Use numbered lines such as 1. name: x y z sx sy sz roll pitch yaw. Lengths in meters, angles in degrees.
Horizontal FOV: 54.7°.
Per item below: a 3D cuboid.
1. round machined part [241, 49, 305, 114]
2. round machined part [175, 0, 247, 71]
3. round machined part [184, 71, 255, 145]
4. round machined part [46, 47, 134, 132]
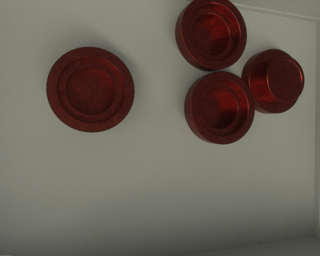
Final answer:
1. round machined part: 0.176 -0.070 0.466 0.099 0.042 0.097 0 90 -20
2. round machined part: 0.066 -0.126 0.425 0.099 0.042 0.097 0 90 -20
3. round machined part: 0.078 -0.027 0.430 0.099 0.042 0.097 0 90 -20
4. round machined part: -0.084 -0.044 0.370 0.099 0.042 0.097 0 90 -20
